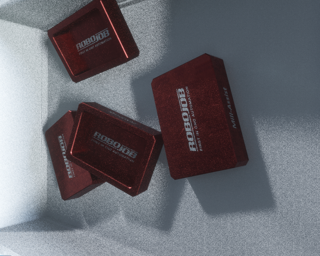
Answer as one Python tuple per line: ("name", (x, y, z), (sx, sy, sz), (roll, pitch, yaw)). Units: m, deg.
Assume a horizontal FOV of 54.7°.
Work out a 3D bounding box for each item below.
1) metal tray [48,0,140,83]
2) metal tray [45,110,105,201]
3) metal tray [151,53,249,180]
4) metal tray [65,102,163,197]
("metal tray", (-0.102, -0.127, 0.462), (0.130, 0.030, 0.090), (-11, 111, 39))
("metal tray", (-0.146, 0.046, 0.524), (0.090, 0.030, 0.130), (-33, 70, 35))
("metal tray", (0.043, -0.011, 0.368), (0.090, 0.030, 0.129), (-20, 78, 38))
("metal tray", (-0.067, 0.027, 0.436), (0.130, 0.030, 0.089), (24, 104, 22))
